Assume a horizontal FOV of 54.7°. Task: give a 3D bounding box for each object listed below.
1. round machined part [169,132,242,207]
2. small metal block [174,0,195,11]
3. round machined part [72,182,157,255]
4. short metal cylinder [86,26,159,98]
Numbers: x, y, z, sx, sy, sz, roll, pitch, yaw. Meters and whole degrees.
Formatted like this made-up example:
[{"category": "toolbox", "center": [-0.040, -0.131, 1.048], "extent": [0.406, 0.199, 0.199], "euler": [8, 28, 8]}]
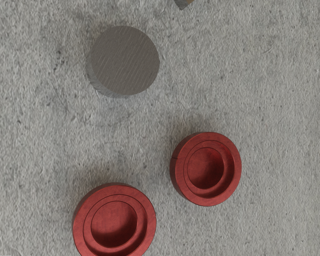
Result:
[{"category": "round machined part", "center": [0.058, 0.054, 0.423], "extent": [0.099, 0.042, 0.097], "euler": [0, 90, -21]}, {"category": "small metal block", "center": [0.037, -0.199, 0.423], "extent": [0.050, 0.025, 0.050], "euler": [-43, 104, -15]}, {"category": "round machined part", "center": [-0.057, 0.115, 0.380], "extent": [0.099, 0.042, 0.097], "euler": [0, 90, -21]}, {"category": "short metal cylinder", "center": [-0.047, -0.078, 0.379], "extent": [0.081, 0.050, 0.079], "euler": [0, 90, -21]}]
